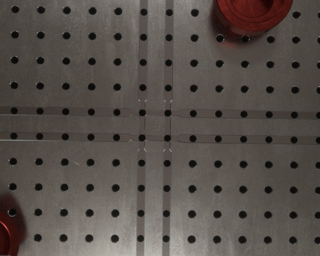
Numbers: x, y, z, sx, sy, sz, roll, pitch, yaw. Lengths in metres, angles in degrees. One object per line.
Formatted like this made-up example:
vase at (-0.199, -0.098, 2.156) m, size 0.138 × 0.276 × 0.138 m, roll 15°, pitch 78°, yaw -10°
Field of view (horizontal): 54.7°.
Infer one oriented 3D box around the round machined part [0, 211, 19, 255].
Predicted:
round machined part at (-0.233, 0.149, 0.384) m, size 0.042 × 0.099 × 0.097 m, roll -16°, pitch 90°, yaw 41°

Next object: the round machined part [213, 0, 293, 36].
round machined part at (0.118, -0.169, 0.406) m, size 0.099 × 0.042 × 0.097 m, roll 0°, pitch 90°, yaw -1°
